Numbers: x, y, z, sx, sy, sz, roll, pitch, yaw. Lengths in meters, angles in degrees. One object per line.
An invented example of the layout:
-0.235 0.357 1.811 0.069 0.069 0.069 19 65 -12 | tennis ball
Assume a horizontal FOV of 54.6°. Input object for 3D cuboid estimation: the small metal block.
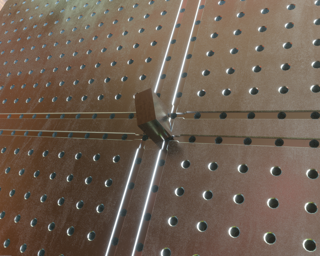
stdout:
-0.009 -0.016 0.407 0.025 0.050 0.050 -20 54 16 | small metal block
